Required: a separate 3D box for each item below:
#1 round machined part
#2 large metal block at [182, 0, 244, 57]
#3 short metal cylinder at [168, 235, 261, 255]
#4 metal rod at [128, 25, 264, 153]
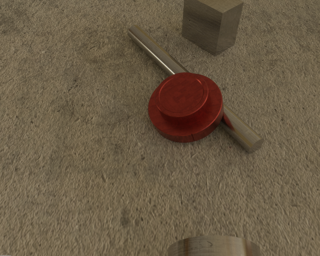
[{"bbox_3d":[0.031,-0.033,0.403,0.098,0.042,0.098,-7,59,12],"label":"round machined part"},{"bbox_3d":[0.085,-0.181,0.521,0.050,0.080,0.080,-35,59,-26],"label":"large metal block"},{"bbox_3d":[0.046,0.129,0.259,0.081,0.080,0.050,2,50,1],"label":"short metal cylinder"},{"bbox_3d":[0.037,-0.073,0.465,0.025,0.025,0.300,-27,55,-21],"label":"metal rod"}]
